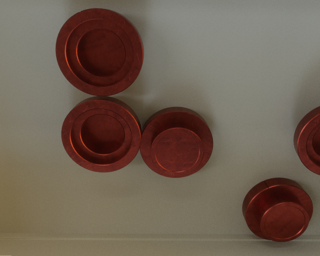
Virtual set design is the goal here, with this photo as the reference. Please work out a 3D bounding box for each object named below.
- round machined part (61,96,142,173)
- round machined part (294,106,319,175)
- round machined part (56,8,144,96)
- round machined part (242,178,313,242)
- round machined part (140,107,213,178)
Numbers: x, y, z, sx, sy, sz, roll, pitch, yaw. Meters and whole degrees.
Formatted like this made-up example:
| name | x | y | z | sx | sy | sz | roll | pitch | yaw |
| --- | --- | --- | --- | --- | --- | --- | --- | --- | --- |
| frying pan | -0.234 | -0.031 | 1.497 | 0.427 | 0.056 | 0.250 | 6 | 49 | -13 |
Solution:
| name | x | y | z | sx | sy | sz | roll | pitch | yaw |
| --- | --- | --- | --- | --- | --- | --- | --- | --- | --- |
| round machined part | -0.073 | 0.005 | 0.403 | 0.099 | 0.042 | 0.097 | 0 | 110 | -1 |
| round machined part | 0.227 | 0.012 | 0.405 | 0.099 | 0.042 | 0.097 | 3 | 113 | 8 |
| round machined part | -0.068 | -0.090 | 0.368 | 0.099 | 0.042 | 0.097 | 0 | 110 | -1 |
| round machined part | 0.174 | 0.125 | 0.451 | 0.099 | 0.042 | 0.097 | 0 | 110 | -1 |
| round machined part | 0.022 | 0.024 | 0.412 | 0.099 | 0.042 | 0.097 | 0 | 110 | -1 |
